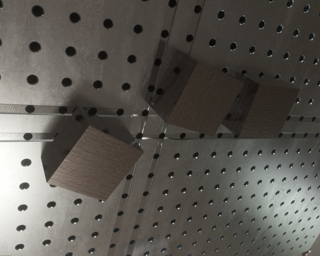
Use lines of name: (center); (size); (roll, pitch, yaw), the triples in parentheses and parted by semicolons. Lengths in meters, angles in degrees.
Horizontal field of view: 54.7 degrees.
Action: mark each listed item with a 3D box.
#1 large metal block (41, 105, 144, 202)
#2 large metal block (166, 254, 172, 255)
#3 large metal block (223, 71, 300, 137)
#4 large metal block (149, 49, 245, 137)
large metal block: (-0.081, 0.032, 0.372); (0.080, 0.050, 0.080); (31, 101, -38)
large metal block: (-0.006, 0.293, 0.575); (0.081, 0.050, 0.079); (-11, 124, -23)
large metal block: (0.144, -0.033, 0.456); (0.081, 0.050, 0.079); (1, 118, -29)
large metal block: (0.046, -0.043, 0.395); (0.081, 0.050, 0.080); (16, 110, -35)
